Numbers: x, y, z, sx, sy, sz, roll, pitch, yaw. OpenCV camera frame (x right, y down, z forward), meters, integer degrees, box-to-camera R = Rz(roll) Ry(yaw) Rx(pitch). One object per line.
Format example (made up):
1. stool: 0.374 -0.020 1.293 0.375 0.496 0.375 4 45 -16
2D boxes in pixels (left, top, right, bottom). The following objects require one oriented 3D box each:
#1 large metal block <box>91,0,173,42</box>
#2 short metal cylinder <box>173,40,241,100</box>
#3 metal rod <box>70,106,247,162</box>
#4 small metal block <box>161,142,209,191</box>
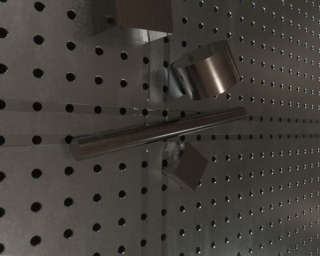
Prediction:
1. large metal block: -0.033 -0.150 0.366 0.081 0.050 0.079 -7 95 -40
2. short metal cylinder: 0.065 -0.081 0.430 0.080 0.080 0.050 -42 116 -32
3. metal rod: 0.023 0.000 0.430 0.302 0.025 0.025 -12 98 -40
4. small metal block: 0.037 0.055 0.443 0.050 0.025 0.050 43 64 -32
